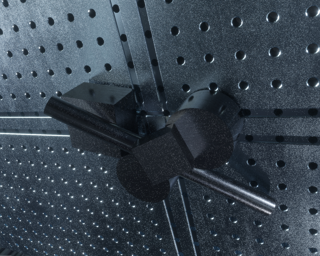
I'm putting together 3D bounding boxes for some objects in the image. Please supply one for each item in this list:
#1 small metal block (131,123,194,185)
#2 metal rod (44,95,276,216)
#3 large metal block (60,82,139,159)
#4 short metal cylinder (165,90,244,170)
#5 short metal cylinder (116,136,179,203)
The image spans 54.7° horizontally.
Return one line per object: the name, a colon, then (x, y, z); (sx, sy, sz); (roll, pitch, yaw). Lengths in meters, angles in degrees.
small metal block: (0.004, 0.030, 0.349); (0.050, 0.025, 0.050); (-25, 105, 18)
metal rod: (0.005, 0.037, 0.381); (0.301, 0.025, 0.025); (25, 129, -6)
large metal block: (-0.079, -0.012, 0.422); (0.080, 0.050, 0.079); (10, 123, 22)
short metal cylinder: (0.052, 0.002, 0.364); (0.080, 0.050, 0.079); (13, 124, 21)
short metal cylinder: (-0.013, 0.056, 0.432); (0.080, 0.050, 0.079); (13, 124, 21)
